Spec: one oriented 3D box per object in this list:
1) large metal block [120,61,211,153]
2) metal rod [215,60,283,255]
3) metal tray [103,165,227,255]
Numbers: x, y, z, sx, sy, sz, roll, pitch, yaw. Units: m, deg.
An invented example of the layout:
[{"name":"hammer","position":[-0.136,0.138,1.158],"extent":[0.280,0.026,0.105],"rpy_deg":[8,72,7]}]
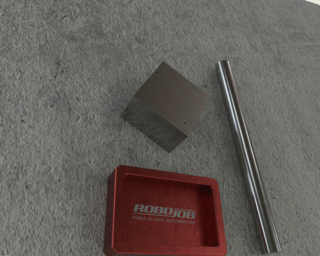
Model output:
[{"name":"large metal block","position":[0.009,-0.028,0.409],"extent":[0.080,0.050,0.080],"rpy_deg":[37,51,-4]},{"name":"metal rod","position":[0.122,0.024,0.454],"extent":[0.025,0.025,0.299],"rpy_deg":[7,59,-25]},{"name":"metal tray","position":[0.007,0.096,0.345],"extent":[0.131,0.030,0.090],"rpy_deg":[12,57,-22]}]
